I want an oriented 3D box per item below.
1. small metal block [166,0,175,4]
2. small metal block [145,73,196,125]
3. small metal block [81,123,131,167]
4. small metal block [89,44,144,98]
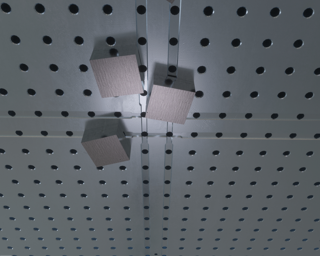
[{"bbox_3d":[0.004,-0.152,0.282,0.050,0.025,0.050,26,126,-20],"label":"small metal block"},{"bbox_3d":[0.012,-0.035,0.382,0.050,0.025,0.050,10,130,-8],"label":"small metal block"},{"bbox_3d":[-0.074,0.024,0.432,0.050,0.025,0.050,-13,129,10],"label":"small metal block"},{"bbox_3d":[-0.047,-0.065,0.356,0.050,0.025,0.050,-6,130,5],"label":"small metal block"}]
